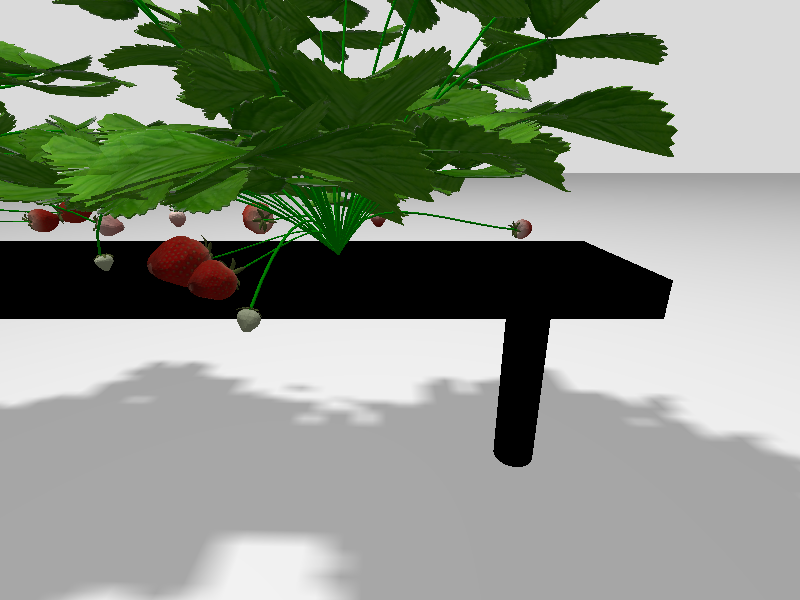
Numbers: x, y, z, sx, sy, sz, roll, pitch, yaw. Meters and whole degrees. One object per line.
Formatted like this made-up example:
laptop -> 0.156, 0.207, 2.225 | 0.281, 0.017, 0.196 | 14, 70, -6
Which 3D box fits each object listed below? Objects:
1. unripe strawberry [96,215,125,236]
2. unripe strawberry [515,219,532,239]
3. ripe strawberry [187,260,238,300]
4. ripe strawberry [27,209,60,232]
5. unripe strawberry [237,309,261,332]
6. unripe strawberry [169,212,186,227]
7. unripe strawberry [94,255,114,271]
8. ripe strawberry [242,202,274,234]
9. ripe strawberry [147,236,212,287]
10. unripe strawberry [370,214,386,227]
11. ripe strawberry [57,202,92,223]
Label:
unripe strawberry -> -0.312, -0.080, 0.432 | 0.024, 0.023, 0.026 | 3, 16, -26
unripe strawberry -> 0.130, -0.075, 0.422 | 0.020, 0.021, 0.018 | -7, 20, -20
ripe strawberry -> -0.111, -0.011, 0.234 | 0.027, 0.023, 0.027 | 8, 22, 23
ripe strawberry -> -0.418, -0.094, 0.471 | 0.026, 0.027, 0.028 | 13, 22, 33
unripe strawberry -> -0.074, 0.010, 0.196 | 0.011, 0.011, 0.010 | 2, -24, 6
unripe strawberry -> -0.282, -0.102, 0.507 | 0.019, 0.020, 0.018 | 13, 23, 33
unripe strawberry -> -0.219, -0.027, 0.296 | 0.011, 0.012, 0.011 | -7, 20, -19
ripe strawberry -> -0.165, -0.094, 0.460 | 0.035, 0.037, 0.037 | -17, 25, -41
ripe strawberry -> -0.141, -0.023, 0.255 | 0.037, 0.033, 0.034 | 15, 25, 37
unripe strawberry -> -0.028, -0.104, 0.511 | 0.021, 0.021, 0.018 | 3, 23, 9
ripe strawberry -> -0.424, -0.116, 0.522 | 0.036, 0.031, 0.036 | 8, 20, 23
